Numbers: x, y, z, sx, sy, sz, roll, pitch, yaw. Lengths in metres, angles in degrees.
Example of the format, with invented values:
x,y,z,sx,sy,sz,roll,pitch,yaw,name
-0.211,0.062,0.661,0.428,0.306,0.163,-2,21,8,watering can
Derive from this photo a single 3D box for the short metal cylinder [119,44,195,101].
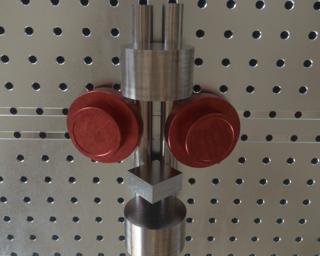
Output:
x,y,z,sx,sy,sz,roll,pitch,yaw,name
-0.003,-0.064,0.337,0.081,0.080,0.050,1,110,-1,short metal cylinder

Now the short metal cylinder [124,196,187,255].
x,y,z,sx,sy,sz,roll,pitch,yaw,name
-0.006,0.128,0.408,0.081,0.080,0.050,1,110,-1,short metal cylinder

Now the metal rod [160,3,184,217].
x,y,z,sx,sy,sz,roll,pitch,yaw,name
0.013,-0.005,0.411,0.025,0.025,0.298,1,110,0,metal rod

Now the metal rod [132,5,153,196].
x,y,z,sx,sy,sz,roll,pitch,yaw,name
-0.022,-0.003,0.411,0.025,0.025,0.298,1,110,0,metal rod

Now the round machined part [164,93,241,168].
x,y,z,sx,sy,sz,roll,pitch,yaw,name
0.058,0.008,0.393,0.099,0.042,0.097,-6,111,-14,round machined part

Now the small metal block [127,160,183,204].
x,y,z,sx,sy,sz,roll,pitch,yaw,name
-0.007,0.067,0.400,0.050,0.050,0.025,-16,116,-39,small metal block

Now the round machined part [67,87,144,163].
x,y,z,sx,sy,sz,roll,pitch,yaw,name
-0.074,0.001,0.391,0.098,0.042,0.097,5,111,13,round machined part
